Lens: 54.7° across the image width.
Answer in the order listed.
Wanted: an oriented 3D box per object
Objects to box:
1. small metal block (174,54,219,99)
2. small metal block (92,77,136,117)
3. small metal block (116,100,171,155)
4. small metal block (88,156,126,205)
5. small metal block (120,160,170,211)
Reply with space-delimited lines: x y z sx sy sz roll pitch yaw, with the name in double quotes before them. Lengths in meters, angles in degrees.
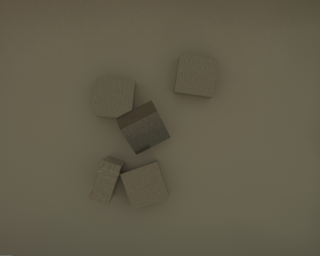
"small metal block" 0.047 -0.068 0.412 0.050 0.025 0.050 8 90 -1
"small metal block" -0.060 -0.039 0.411 0.050 0.025 0.050 6 90 -1
"small metal block" -0.021 0.000 0.398 0.050 0.025 0.050 -27 132 0
"small metal block" -0.067 0.066 0.398 0.025 0.050 0.050 19 90 0
"small metal block" -0.019 0.075 0.411 0.050 0.025 0.050 -19 90 -1
